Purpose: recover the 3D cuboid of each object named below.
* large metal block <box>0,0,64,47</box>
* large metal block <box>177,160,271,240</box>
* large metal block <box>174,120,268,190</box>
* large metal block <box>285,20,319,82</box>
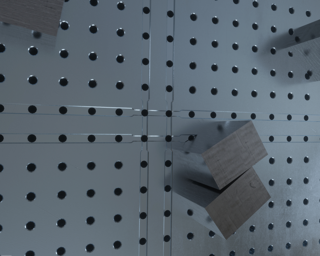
[{"bbox_3d":[-0.149,-0.144,0.344,0.081,0.050,0.080,11,86,-20],"label":"large metal block"},{"bbox_3d":[0.083,0.090,0.414,0.080,0.080,0.050,-37,102,-16],"label":"large metal block"},{"bbox_3d":[0.078,0.032,0.412,0.080,0.080,0.050,-31,100,-17],"label":"large metal block"},{"bbox_3d":[0.260,-0.122,0.478,0.080,0.080,0.050,41,77,-16],"label":"large metal block"}]
